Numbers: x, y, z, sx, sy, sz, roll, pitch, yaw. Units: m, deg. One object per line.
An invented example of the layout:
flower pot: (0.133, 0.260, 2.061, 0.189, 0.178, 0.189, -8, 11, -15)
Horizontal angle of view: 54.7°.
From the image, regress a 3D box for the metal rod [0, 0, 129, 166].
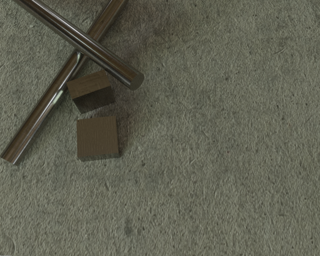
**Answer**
metal rod: (-0.124, -0.084, 0.437, 0.025, 0.025, 0.300, 25, 72, 8)

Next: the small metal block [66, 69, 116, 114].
small metal block: (-0.090, -0.047, 0.411, 0.050, 0.050, 0.025, -21, 72, -8)

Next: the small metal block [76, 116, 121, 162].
small metal block: (-0.079, 0.014, 0.402, 0.050, 0.025, 0.050, -6, 70, -3)

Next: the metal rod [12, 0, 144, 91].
metal rod: (-0.139, -0.143, 0.436, 0.300, 0.025, 0.025, 38, 74, 21)
